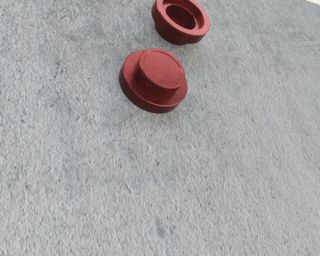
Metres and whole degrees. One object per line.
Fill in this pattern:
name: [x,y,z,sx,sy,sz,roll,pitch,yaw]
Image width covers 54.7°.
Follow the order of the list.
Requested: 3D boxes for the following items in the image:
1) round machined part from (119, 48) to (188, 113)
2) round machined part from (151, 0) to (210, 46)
round machined part: [-0.004,-0.073,0.435,0.099,0.042,0.098,14,56,-21]
round machined part: [0.030,-0.177,0.517,0.099,0.042,0.098,14,56,-21]
